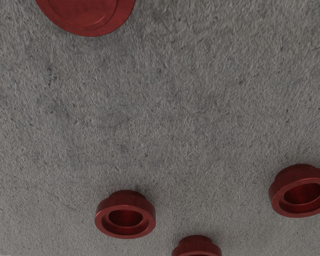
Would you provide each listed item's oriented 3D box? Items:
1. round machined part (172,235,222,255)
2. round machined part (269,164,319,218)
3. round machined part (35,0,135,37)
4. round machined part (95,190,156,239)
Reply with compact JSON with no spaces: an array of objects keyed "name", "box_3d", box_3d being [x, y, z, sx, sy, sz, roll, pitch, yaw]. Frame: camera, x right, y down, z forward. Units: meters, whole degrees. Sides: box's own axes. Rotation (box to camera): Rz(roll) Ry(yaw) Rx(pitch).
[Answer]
[{"name":"round machined part","box_3d":[0.071,0.246,0.606,0.099,0.042,0.097,0,130,0]},{"name":"round machined part","box_3d":[0.217,0.093,0.477,0.099,0.042,0.097,0,130,0]},{"name":"round machined part","box_3d":[-0.071,-0.130,0.285,0.099,0.042,0.097,0,130,0]},{"name":"round machined part","box_3d":[-0.056,0.140,0.515,0.099,0.042,0.097,0,130,0]}]
